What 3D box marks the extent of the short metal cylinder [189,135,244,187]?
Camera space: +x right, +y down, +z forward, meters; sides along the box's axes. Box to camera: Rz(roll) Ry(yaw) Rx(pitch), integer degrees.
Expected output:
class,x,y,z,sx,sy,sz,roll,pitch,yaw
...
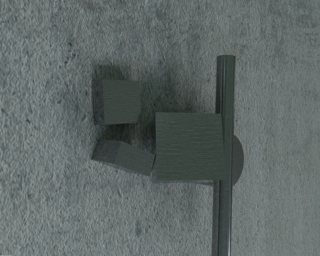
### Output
class,x,y,z,sx,sy,sz,roll,pitch,yaw
short metal cylinder,0.079,0.046,0.458,0.081,0.050,0.079,0,90,-41

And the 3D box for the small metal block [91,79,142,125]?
class,x,y,z,sx,sy,sz,roll,pitch,yaw
small metal block,-0.051,-0.030,0.364,0.050,0.025,0.050,-4,93,-40

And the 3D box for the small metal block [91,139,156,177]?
class,x,y,z,sx,sy,sz,roll,pitch,yaw
small metal block,-0.042,0.034,0.355,0.050,0.050,0.025,27,73,-37

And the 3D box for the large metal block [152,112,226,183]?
class,x,y,z,sx,sy,sz,roll,pitch,yaw
large metal block,0.032,0.026,0.385,0.081,0.050,0.080,1,76,-8

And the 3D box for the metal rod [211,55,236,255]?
class,x,y,z,sx,sy,sz,roll,pitch,yaw
metal rod,0.084,0.054,0.412,0.025,0.025,0.298,3,88,-40
